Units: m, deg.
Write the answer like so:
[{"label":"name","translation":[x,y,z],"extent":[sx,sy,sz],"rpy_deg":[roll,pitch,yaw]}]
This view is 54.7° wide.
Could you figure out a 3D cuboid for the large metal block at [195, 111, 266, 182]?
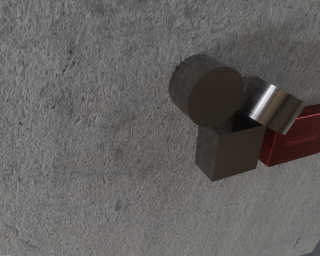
[{"label":"large metal block","translation":[0.103,0.025,0.462],"extent":[0.081,0.050,0.079],"rpy_deg":[-12,124,-22]}]

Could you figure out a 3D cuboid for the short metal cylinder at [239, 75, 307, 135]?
[{"label":"short metal cylinder","translation":[0.155,-0.033,0.436],"extent":[0.081,0.080,0.050],"rpy_deg":[17,110,-35]}]

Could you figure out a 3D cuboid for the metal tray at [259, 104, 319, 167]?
[{"label":"metal tray","translation":[0.236,0.012,0.540],"extent":[0.131,0.030,0.089],"rpy_deg":[-11,123,-23]}]

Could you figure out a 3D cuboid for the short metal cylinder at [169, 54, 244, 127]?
[{"label":"short metal cylinder","translation":[0.058,-0.048,0.393],"extent":[0.081,0.050,0.079],"rpy_deg":[-14,124,-21]}]
